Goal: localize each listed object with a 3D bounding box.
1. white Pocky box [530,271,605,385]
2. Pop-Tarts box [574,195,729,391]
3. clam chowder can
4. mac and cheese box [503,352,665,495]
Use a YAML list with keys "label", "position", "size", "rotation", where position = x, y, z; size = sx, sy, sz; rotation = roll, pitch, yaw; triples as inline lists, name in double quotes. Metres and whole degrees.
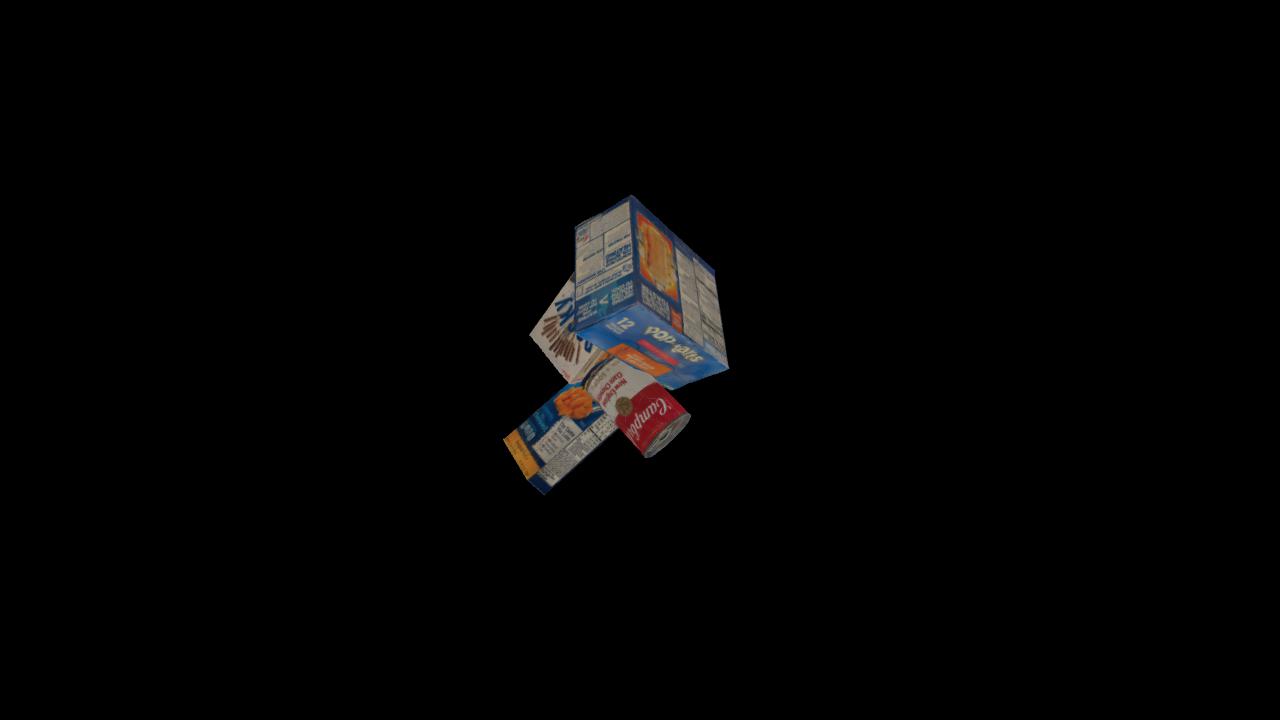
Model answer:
- label: "white Pocky box"
  position: [-0.057, -0.054, 0.690]
  size: [0.154, 0.084, 0.028]
  rotation: [-50, -19, 28]
- label: "Pop-Tarts box"
  position: [0.013, -0.067, 0.668]
  size: [0.083, 0.141, 0.167]
  rotation: [-24, -36, 30]
- label: "clam chowder can"
  position: [-0.003, 0.047, 0.673]
  size: [0.102, 0.068, 0.068]
  rotation: [46, 18, 18]
- label: "mac and cheese box"
  position: [-0.068, 0.064, 0.721]
  size: [0.041, 0.184, 0.093]
  rotation: [52, -7, -36]
